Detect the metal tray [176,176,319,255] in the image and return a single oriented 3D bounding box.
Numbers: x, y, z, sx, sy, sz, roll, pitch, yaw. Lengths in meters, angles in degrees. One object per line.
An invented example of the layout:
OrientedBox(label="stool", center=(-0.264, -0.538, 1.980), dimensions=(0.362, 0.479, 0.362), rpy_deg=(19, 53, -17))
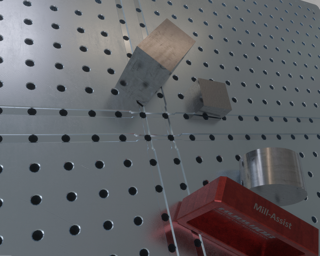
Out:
OrientedBox(label="metal tray", center=(0.096, 0.111, 0.350), dimensions=(0.130, 0.090, 0.030), rpy_deg=(30, 52, -9))

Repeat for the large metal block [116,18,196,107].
OrientedBox(label="large metal block", center=(-0.006, -0.089, 0.424), dimensions=(0.050, 0.080, 0.080), rpy_deg=(38, 51, -3))

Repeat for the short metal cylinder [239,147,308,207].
OrientedBox(label="short metal cylinder", center=(0.148, 0.067, 0.411), dimensions=(0.081, 0.080, 0.050), rpy_deg=(18, 55, -18))

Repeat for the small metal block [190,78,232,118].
OrientedBox(label="small metal block", center=(0.078, -0.046, 0.478), dimensions=(0.050, 0.025, 0.050), rpy_deg=(7, 59, -25))
